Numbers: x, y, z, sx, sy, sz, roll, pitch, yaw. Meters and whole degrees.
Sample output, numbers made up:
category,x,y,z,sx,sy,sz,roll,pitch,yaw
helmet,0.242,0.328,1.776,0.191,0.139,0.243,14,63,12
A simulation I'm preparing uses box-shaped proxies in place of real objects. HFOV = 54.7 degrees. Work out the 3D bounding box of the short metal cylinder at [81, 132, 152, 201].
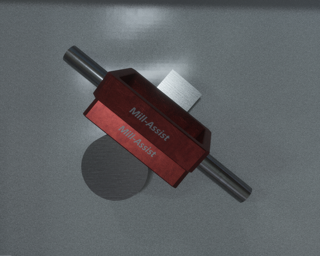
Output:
category,x,y,z,sx,sy,sz,roll,pitch,yaw
short metal cylinder,-0.052,0.045,0.391,0.080,0.050,0.079,1,97,5

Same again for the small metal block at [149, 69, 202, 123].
category,x,y,z,sx,sy,sz,roll,pitch,yaw
small metal block,0.019,-0.041,0.410,0.050,0.025,0.050,41,90,-1

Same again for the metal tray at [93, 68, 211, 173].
category,x,y,z,sx,sy,sz,roll,pitch,yaw
metal tray,-0.002,-0.015,0.352,0.130,0.090,0.030,39,107,-1

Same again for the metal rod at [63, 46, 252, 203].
category,x,y,z,sx,sy,sz,roll,pitch,yaw
metal rod,-0.003,-0.005,0.411,0.300,0.025,0.025,39,90,-1

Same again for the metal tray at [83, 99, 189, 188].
category,x,y,z,sx,sy,sz,roll,pitch,yaw
metal tray,-0.024,0.014,0.377,0.130,0.090,0.030,39,90,-1
